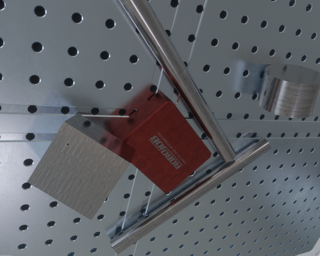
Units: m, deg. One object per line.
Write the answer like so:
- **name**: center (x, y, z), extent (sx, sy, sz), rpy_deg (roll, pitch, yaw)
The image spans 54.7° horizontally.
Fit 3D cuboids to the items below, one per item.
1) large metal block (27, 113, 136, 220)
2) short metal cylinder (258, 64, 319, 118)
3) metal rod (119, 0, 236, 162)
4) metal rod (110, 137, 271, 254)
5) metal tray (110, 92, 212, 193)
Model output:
- **large metal block**: center (-0.086, 0.042, 0.351), extent (0.080, 0.050, 0.080), rpy_deg (33, 101, -6)
- **short metal cylinder**: center (0.186, -0.055, 0.443), extent (0.081, 0.080, 0.050), rpy_deg (-11, 123, -23)
- **metal rod**: center (0.038, -0.047, 0.403), extent (0.025, 0.025, 0.300), rpy_deg (-40, 130, -2)
- **metal rod**: center (0.054, 0.107, 0.506), extent (0.301, 0.025, 0.025), rpy_deg (-33, 129, -7)
- **metal tray**: center (0.005, 0.025, 0.426), extent (0.090, 0.030, 0.130), rpy_deg (-41, 130, 0)
